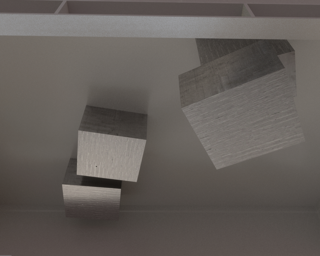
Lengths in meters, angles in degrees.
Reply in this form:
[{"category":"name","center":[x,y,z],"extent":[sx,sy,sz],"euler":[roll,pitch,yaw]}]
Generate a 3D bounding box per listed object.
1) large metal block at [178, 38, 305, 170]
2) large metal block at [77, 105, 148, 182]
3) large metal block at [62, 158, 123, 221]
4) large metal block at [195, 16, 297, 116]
[{"category":"large metal block","center":[0.071,-0.018,0.273],"extent":[0.080,0.050,0.080],"euler":[-21,127,17]},{"category":"large metal block","center":[-0.063,0.022,0.411],"extent":[0.081,0.050,0.079],"euler":[8,130,-7]},{"category":"large metal block","center":[-0.099,0.095,0.472],"extent":[0.081,0.050,0.079],"euler":[6,130,-5]},{"category":"large metal block","center":[0.085,-0.065,0.318],"extent":[0.080,0.080,0.050],"euler":[-14,129,11]}]
